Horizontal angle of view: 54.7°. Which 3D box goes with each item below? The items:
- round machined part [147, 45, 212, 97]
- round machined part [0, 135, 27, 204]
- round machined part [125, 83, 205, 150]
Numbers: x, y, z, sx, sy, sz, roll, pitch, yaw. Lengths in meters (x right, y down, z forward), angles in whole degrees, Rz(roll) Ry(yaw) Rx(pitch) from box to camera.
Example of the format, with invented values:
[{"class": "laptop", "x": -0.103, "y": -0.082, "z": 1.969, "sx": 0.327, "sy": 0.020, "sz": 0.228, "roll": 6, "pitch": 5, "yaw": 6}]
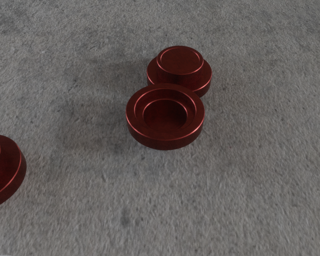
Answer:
[{"class": "round machined part", "x": 0.029, "y": -0.087, "z": 0.466, "sx": 0.099, "sy": 0.042, "sz": 0.098, "roll": 0, "pitch": 50, "yaw": 0}, {"class": "round machined part", "x": -0.210, "y": 0.044, "z": 0.352, "sx": 0.099, "sy": 0.042, "sz": 0.098, "roll": 0, "pitch": 50, "yaw": 0}, {"class": "round machined part", "x": 0.006, "y": -0.010, "z": 0.401, "sx": 0.099, "sy": 0.042, "sz": 0.098, "roll": 0, "pitch": 50, "yaw": 0}]
